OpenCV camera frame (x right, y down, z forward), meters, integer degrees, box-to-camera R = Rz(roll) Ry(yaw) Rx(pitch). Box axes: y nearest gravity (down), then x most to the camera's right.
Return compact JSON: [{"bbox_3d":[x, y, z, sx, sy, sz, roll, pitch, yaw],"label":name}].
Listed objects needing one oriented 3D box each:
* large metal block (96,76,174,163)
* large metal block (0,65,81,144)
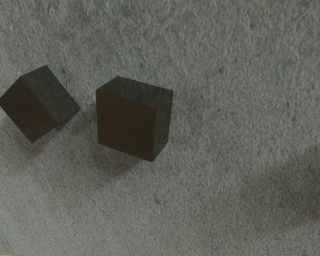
[{"bbox_3d":[-0.033,-0.013,0.399,0.080,0.050,0.079,17,125,18],"label":"large metal block"},{"bbox_3d":[-0.181,-0.034,0.462,0.080,0.050,0.080,-28,103,37],"label":"large metal block"}]
